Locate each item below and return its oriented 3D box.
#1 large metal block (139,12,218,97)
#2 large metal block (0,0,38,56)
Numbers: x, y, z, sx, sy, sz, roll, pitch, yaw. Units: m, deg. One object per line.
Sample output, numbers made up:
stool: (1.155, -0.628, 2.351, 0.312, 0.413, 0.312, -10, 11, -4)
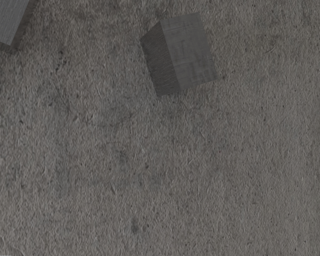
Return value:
large metal block: (0.020, -0.087, 0.387, 0.050, 0.080, 0.080, -20, 97, -19)
large metal block: (-0.183, -0.134, 0.328, 0.080, 0.050, 0.080, 21, 83, -19)
